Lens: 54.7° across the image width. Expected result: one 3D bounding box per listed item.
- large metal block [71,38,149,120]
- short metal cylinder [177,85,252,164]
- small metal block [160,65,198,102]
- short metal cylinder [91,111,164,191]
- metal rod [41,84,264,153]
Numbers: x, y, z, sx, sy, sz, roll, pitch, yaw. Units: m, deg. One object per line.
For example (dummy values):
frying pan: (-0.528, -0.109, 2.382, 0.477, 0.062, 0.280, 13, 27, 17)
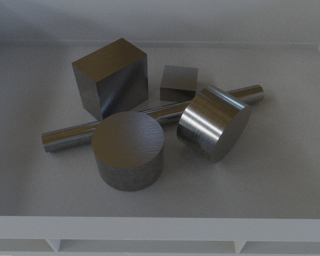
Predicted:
large metal block: (-0.063, -0.062, 0.420, 0.080, 0.080, 0.050, -36, 59, -26)
short metal cylinder: (0.065, -0.004, 0.372, 0.050, 0.080, 0.080, 35, 58, 25)
small metal block: (0.029, -0.065, 0.458, 0.050, 0.025, 0.050, 7, 50, 5)
short metal cylinder: (-0.036, 0.026, 0.364, 0.081, 0.050, 0.080, 0, 50, 0)
metal rod: (0.000, -0.016, 0.417, 0.302, 0.025, 0.025, -14, 52, -12)
